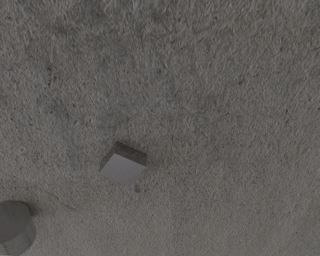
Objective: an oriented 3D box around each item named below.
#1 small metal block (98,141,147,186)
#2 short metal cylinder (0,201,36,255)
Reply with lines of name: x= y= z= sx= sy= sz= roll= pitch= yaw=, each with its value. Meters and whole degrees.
small metal block: x=-0.054 y=0.052 z=0.451 sx=0.050 sy=0.025 sz=0.050 roll=26 pitch=125 yaw=-21
short metal cylinder: x=-0.252 y=0.168 z=0.512 sx=0.081 sy=0.080 sz=0.050 roll=2 pitch=130 yaw=-2
